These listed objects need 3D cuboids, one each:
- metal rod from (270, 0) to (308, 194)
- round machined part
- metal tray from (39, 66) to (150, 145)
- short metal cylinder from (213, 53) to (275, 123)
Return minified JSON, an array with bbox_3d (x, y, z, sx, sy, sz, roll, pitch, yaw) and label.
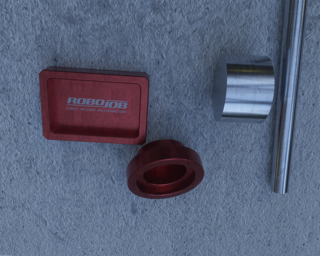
[{"bbox_3d":[0.163,-0.052,0.392,0.025,0.025,0.298,-3,110,1],"label":"metal rod"},{"bbox_3d":[0.005,0.051,0.405,0.099,0.042,0.097,-7,141,-5],"label":"round machined part"},{"bbox_3d":[-0.081,-0.028,0.395,0.131,0.030,0.089,3,110,-2],"label":"metal tray"},{"bbox_3d":[0.094,-0.046,0.365,0.050,0.080,0.079,3,110,-1],"label":"short metal cylinder"}]
